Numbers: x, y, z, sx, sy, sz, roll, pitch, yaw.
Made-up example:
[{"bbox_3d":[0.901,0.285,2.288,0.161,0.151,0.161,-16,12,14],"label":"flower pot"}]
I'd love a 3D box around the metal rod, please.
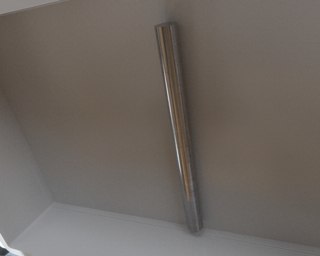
[{"bbox_3d":[0.030,0.018,0.404,0.025,0.025,0.298,4,121,26],"label":"metal rod"}]
